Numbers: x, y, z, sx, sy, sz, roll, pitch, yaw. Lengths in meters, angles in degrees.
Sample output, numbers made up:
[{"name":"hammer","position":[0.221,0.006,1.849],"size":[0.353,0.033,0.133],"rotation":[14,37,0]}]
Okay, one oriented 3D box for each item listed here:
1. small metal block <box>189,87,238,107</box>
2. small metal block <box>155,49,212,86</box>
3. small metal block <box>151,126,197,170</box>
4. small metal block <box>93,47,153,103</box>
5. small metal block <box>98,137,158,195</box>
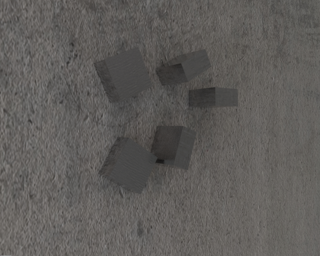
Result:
[{"name":"small metal block","position":[0.078,-0.044,0.453],"size":[0.050,0.050,0.025],"rotation":[-2,91,-40]},{"name":"small metal block","position":[0.031,-0.081,0.414],"size":[0.050,0.050,0.025],"rotation":[-36,113,-34]},{"name":"small metal block","position":[0.015,0.025,0.401],"size":[0.025,0.050,0.050],"rotation":[24,75,-38]},{"name":"small metal block","position":[-0.043,-0.063,0.368],"size":[0.050,0.025,0.050],"rotation":[-32,110,-35]},{"name":"small metal block","position":[-0.037,0.045,0.373],"size":[0.050,0.025,0.050],"rotation":[38,67,-33]}]
